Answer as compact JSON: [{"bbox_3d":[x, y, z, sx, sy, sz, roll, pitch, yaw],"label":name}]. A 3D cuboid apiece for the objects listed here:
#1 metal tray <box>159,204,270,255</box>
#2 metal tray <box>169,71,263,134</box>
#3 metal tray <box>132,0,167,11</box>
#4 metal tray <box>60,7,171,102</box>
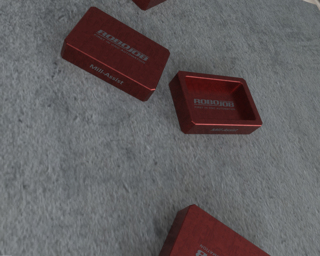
[{"bbox_3d":[0.064,0.158,0.341,0.130,0.030,0.090,35,51,-5],"label":"metal tray"},{"bbox_3d":[0.085,-0.037,0.470,0.131,0.030,0.090,1,61,-28],"label":"metal tray"},{"bbox_3d":[-0.043,-0.274,0.546,0.130,0.030,0.090,45,51,2],"label":"metal tray"},{"bbox_3d":[-0.058,-0.104,0.434,0.131,0.030,0.090,28,52,-11],"label":"metal tray"}]
